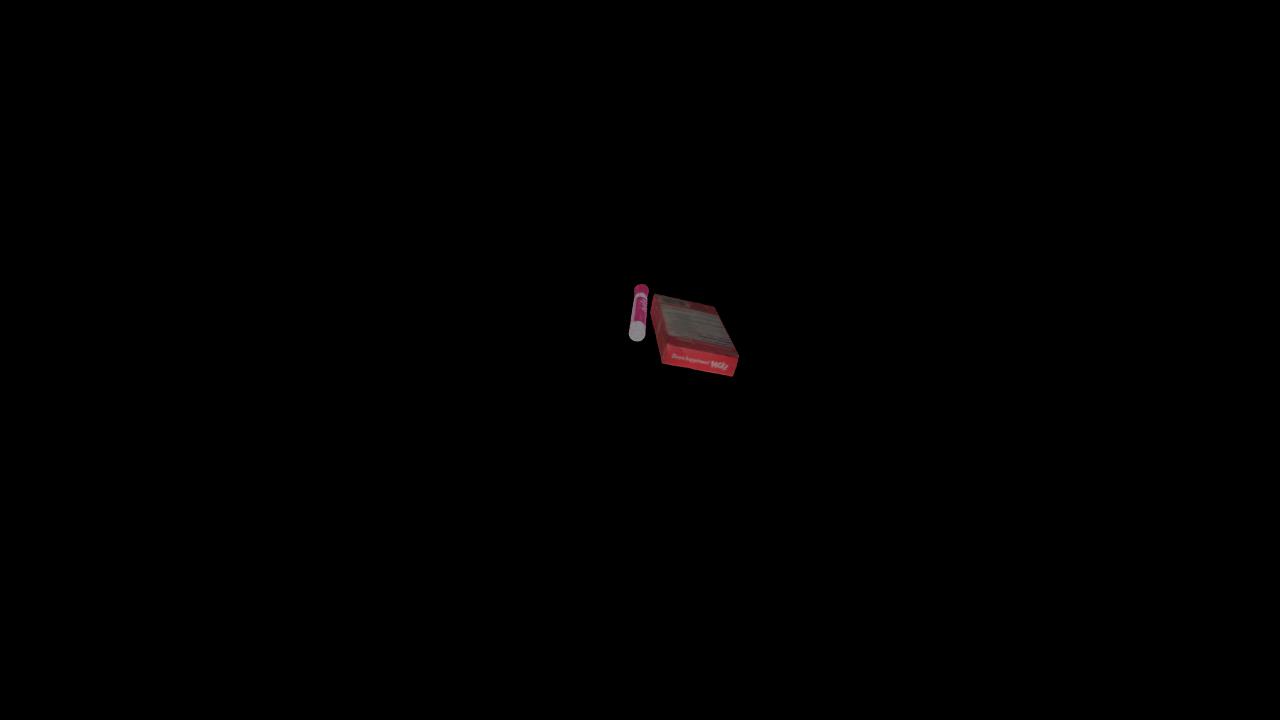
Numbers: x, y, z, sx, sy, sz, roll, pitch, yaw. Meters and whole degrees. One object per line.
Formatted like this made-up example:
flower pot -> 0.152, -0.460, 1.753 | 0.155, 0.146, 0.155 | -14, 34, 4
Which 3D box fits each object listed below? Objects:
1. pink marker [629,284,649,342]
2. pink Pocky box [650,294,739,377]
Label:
pink marker -> -0.001, -0.060, 0.734 | 0.020, 0.020, 0.121 | 0, 32, 3
pink Pocky box -> 0.060, -0.033, 0.733 | 0.084, 0.029, 0.155 | 10, 25, -10
